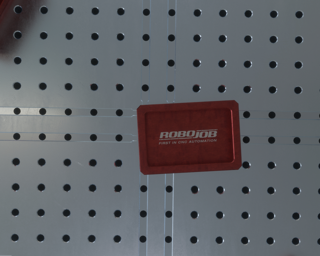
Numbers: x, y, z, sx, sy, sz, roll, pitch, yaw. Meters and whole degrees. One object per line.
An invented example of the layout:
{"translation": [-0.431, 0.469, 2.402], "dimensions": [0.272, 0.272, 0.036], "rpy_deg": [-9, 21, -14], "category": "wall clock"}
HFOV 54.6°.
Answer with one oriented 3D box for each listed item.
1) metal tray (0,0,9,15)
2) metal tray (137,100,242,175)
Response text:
{"translation": [-0.228, -0.167, 0.379], "dimensions": [0.030, 0.090, 0.130], "rpy_deg": [30, 90, 0], "category": "metal tray"}
{"translation": [0.038, 0.012, 0.411], "dimensions": [0.131, 0.030, 0.090], "rpy_deg": [-3, 90, 0], "category": "metal tray"}
